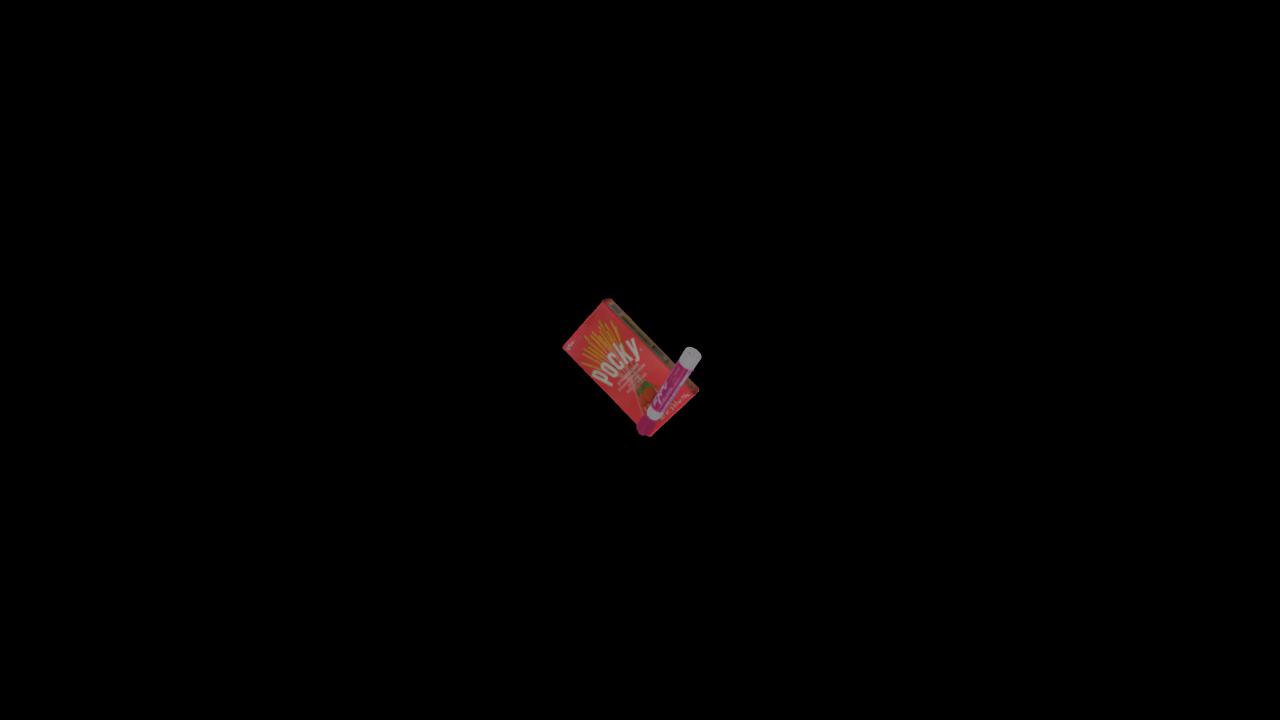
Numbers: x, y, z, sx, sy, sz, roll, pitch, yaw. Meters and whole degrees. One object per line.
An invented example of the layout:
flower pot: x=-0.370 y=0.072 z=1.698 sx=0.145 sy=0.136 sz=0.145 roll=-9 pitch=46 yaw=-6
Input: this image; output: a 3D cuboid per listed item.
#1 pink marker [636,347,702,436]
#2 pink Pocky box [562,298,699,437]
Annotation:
pink marker: x=0.027 y=0.036 z=0.641 sx=0.020 sy=0.121 sz=0.020 roll=21 pitch=34 yaw=-15
pink Pocky box: x=-0.012 y=0.009 z=0.731 sx=0.084 sy=0.155 sz=0.029 roll=-46 pitch=-4 yaw=25
